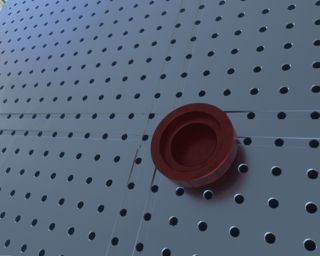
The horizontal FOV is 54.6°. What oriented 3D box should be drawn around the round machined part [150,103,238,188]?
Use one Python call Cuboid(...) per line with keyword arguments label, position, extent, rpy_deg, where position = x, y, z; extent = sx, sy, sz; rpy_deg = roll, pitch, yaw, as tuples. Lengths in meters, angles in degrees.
Cuboid(label="round machined part", position=(0.042, 0.023, 0.362), extent=(0.098, 0.042, 0.098), rpy_deg=(-13, 56, 21))
